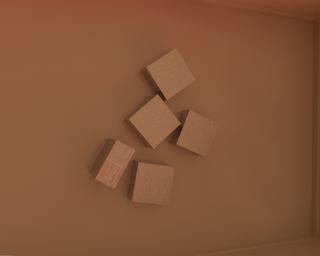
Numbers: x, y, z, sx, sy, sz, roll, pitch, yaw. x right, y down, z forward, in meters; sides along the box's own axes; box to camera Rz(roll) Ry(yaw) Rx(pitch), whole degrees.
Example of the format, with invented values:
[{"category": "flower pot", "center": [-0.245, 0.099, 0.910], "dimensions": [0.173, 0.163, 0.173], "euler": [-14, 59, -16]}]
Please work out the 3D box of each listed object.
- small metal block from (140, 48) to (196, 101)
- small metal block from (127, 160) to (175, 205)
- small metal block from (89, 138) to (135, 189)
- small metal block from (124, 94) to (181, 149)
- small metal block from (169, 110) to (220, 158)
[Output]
[{"category": "small metal block", "center": [0.011, -0.071, 0.416], "dimensions": [0.050, 0.025, 0.050], "euler": [-36, 102, -17]}, {"category": "small metal block", "center": [-0.012, 0.071, 0.407], "dimensions": [0.050, 0.025, 0.050], "euler": [10, 87, -20]}, {"category": "small metal block", "center": [-0.059, 0.041, 0.376], "dimensions": [0.025, 0.050, 0.050], "euler": [31, 80, -18]}, {"category": "small metal block", "center": [-0.010, -0.008, 0.408], "dimensions": [0.050, 0.025, 0.050], "euler": [-43, 104, -15]}, {"category": "small metal block", "center": [0.048, 0.008, 0.430], "dimensions": [0.050, 0.025, 0.050], "euler": [24, 82, -19]}]
